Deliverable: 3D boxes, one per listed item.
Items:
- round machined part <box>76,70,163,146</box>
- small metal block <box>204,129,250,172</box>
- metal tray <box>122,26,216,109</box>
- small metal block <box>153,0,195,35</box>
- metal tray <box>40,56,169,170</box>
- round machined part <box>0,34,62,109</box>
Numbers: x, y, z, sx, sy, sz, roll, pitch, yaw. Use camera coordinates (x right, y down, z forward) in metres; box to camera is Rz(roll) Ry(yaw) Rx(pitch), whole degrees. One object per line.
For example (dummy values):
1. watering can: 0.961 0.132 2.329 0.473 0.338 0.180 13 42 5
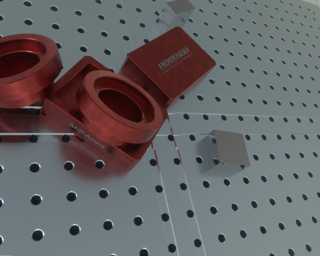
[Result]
1. round machined part: -0.049 -0.018 0.351 0.098 0.042 0.098 28 30 -18
2. small metal block: 0.095 0.033 0.439 0.050 0.025 0.050 9 58 -24
3. metal tray: 0.018 -0.095 0.472 0.090 0.030 0.131 46 51 3
4. small metal block: 0.024 -0.185 0.518 0.050 0.050 0.025 -33 80 -38
5. metal tray: -0.064 -0.021 0.382 0.130 0.030 0.090 35 51 -5
6. round machined part: -0.154 -0.058 0.332 0.099 0.042 0.098 -2 45 3
